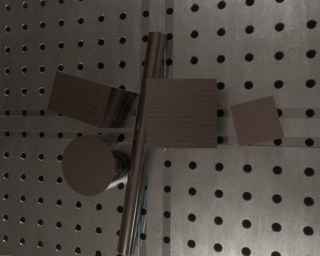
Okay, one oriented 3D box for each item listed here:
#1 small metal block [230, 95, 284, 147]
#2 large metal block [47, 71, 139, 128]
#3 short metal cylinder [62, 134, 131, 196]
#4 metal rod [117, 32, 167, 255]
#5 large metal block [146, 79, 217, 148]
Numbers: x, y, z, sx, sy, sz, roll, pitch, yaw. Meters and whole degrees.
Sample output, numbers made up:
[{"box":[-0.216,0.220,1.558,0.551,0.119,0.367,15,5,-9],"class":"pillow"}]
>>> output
[{"box":[0.116,-0.008,0.372,0.050,0.025,0.050,-14,86,19],"class":"small metal block"},{"box":[-0.086,-0.036,0.412,0.080,0.080,0.050,18,96,19],"class":"large metal block"},{"box":[-0.086,0.049,0.429,0.080,0.050,0.079,0,90,19],"class":"short metal cylinder"},{"box":[-0.025,0.023,0.420,0.025,0.025,0.298,10,93,19],"class":"metal rod"},{"box":[0.025,-0.017,0.378,0.081,0.050,0.079,0,90,0],"class":"large metal block"}]
